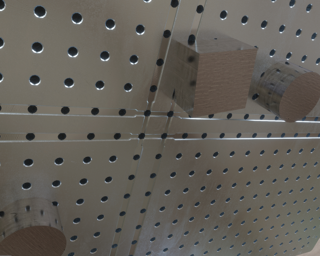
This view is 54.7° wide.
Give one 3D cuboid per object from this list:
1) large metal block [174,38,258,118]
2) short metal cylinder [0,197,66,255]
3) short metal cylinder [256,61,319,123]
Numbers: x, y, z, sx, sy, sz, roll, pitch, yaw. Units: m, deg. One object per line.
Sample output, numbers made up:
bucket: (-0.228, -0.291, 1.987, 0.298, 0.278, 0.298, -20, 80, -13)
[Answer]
large metal block: (0.067, -0.065, 0.391, 0.081, 0.050, 0.079, -11, 123, -23)
short metal cylinder: (-0.164, 0.135, 0.389, 0.081, 0.050, 0.079, -14, 124, -21)
short metal cylinder: (0.194, -0.055, 0.466, 0.081, 0.050, 0.079, -14, 124, -21)
